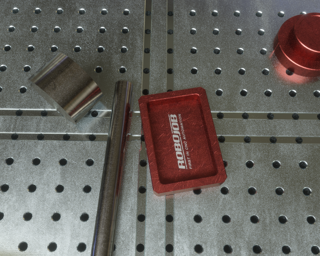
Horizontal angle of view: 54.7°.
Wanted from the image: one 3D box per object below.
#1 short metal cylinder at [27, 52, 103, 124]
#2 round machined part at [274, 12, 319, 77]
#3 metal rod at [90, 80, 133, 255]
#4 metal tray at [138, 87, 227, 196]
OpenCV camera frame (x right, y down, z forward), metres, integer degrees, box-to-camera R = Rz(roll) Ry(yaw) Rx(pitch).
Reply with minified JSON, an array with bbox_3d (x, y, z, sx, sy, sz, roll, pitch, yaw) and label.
[{"bbox_3d":[-0.121,-0.050,0.400,0.080,0.080,0.050,38,75,12],"label":"short metal cylinder"},{"bbox_3d":[0.222,-0.127,0.451,0.099,0.042,0.098,0,70,0],"label":"round machined part"},{"bbox_3d":[-0.062,0.080,0.381,0.025,0.025,0.299,4,70,1],"label":"metal rod"},{"bbox_3d":[0.026,0.016,0.403,0.091,0.030,0.130,-9,70,-4],"label":"metal tray"}]
